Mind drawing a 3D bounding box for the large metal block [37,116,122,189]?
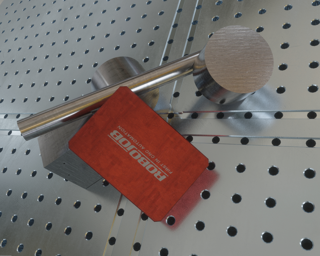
[{"bbox_3d":[-0.096,0.026,0.405,0.080,0.080,0.050,-34,52,5],"label":"large metal block"}]

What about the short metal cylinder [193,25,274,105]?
[{"bbox_3d":[0.084,-0.072,0.366,0.081,0.050,0.080,2,79,-9],"label":"short metal cylinder"}]

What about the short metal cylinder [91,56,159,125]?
[{"bbox_3d":[-0.048,-0.051,0.428,0.080,0.080,0.050,-37,51,3],"label":"short metal cylinder"}]

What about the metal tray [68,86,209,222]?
[{"bbox_3d":[-0.023,0.028,0.347,0.130,0.030,0.090,42,84,-3],"label":"metal tray"}]

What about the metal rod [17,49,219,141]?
[{"bbox_3d":[-0.021,-0.056,0.383,0.302,0.025,0.025,-24,50,-14],"label":"metal rod"}]
